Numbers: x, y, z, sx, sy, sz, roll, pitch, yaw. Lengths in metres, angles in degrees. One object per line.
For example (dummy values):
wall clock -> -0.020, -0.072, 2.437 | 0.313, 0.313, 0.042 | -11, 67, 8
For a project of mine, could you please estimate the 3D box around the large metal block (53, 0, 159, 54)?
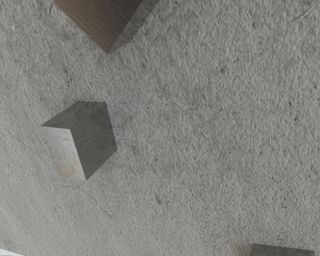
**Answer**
large metal block -> -0.054, -0.142, 0.331 | 0.080, 0.050, 0.080 | 44, 129, -2

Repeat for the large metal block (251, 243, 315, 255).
large metal block -> 0.174, 0.214, 0.431 | 0.080, 0.050, 0.080 | -4, 117, 30

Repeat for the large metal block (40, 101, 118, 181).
large metal block -> -0.110, 0.015, 0.439 | 0.050, 0.080, 0.079 | 5, 121, 25
